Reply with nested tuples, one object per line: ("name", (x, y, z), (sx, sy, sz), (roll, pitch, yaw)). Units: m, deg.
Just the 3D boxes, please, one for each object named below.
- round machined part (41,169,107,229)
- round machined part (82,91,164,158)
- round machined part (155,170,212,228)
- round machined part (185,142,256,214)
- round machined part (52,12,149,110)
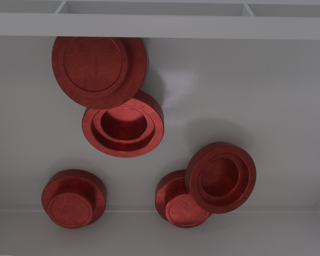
("round machined part", (-0.134, 0.116, 0.479), (0.099, 0.042, 0.097), (-1, 114, -1))
("round machined part", (-0.044, -0.011, 0.388), (0.099, 0.042, 0.097), (0, 130, 0))
("round machined part", (0.041, 0.117, 0.484), (0.099, 0.042, 0.097), (0, 117, -1))
("round machined part", (0.081, 0.067, 0.436), (0.099, 0.042, 0.097), (-3, 102, -15))
("round machined part", (-0.062, -0.067, 0.313), (0.099, 0.042, 0.097), (1, 102, 4))
